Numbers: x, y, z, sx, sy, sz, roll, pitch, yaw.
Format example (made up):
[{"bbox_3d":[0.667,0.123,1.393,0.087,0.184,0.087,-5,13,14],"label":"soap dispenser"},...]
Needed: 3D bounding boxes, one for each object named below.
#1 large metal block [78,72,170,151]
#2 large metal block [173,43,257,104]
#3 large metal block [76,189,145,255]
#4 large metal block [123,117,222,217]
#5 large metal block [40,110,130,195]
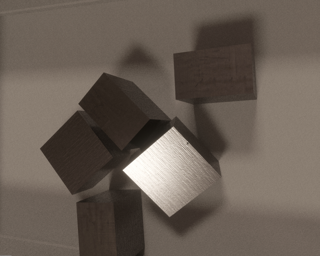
[{"bbox_3d":[-0.041,-0.020,0.395,0.080,0.080,0.050,45,104,14],"label":"large metal block"},{"bbox_3d":[0.067,-0.058,0.357,0.080,0.080,0.050,-3,89,19],"label":"large metal block"},{"bbox_3d":[-0.061,0.127,0.402,0.050,0.080,0.080,-5,89,20],"label":"large metal block"},{"bbox_3d":[0.016,0.046,0.378,0.080,0.050,0.080,-42,97,15],"label":"large metal block"},{"bbox_3d":[-0.104,0.033,0.433,0.080,0.050,0.080,-42,77,15],"label":"large metal block"}]
